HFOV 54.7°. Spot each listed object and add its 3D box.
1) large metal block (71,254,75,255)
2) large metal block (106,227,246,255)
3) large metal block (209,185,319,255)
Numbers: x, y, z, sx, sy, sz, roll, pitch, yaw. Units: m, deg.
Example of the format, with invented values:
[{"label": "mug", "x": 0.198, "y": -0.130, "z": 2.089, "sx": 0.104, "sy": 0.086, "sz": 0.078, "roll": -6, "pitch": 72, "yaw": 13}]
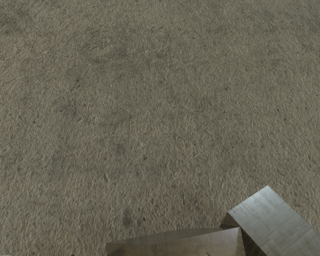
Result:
[{"label": "large metal block", "x": -0.077, "y": 0.166, "z": 0.247, "sx": 0.080, "sy": 0.050, "sz": 0.080, "roll": -35, "pitch": 58, "yaw": -26}, {"label": "large metal block", "x": 0.012, "y": 0.112, "z": 0.248, "sx": 0.081, "sy": 0.080, "sz": 0.050, "roll": 2, "pitch": 73, "yaw": -32}, {"label": "large metal block", "x": 0.093, "y": 0.112, "z": 0.270, "sx": 0.050, "sy": 0.079, "sz": 0.080, "roll": -23, "pitch": 53, "yaw": -29}]
